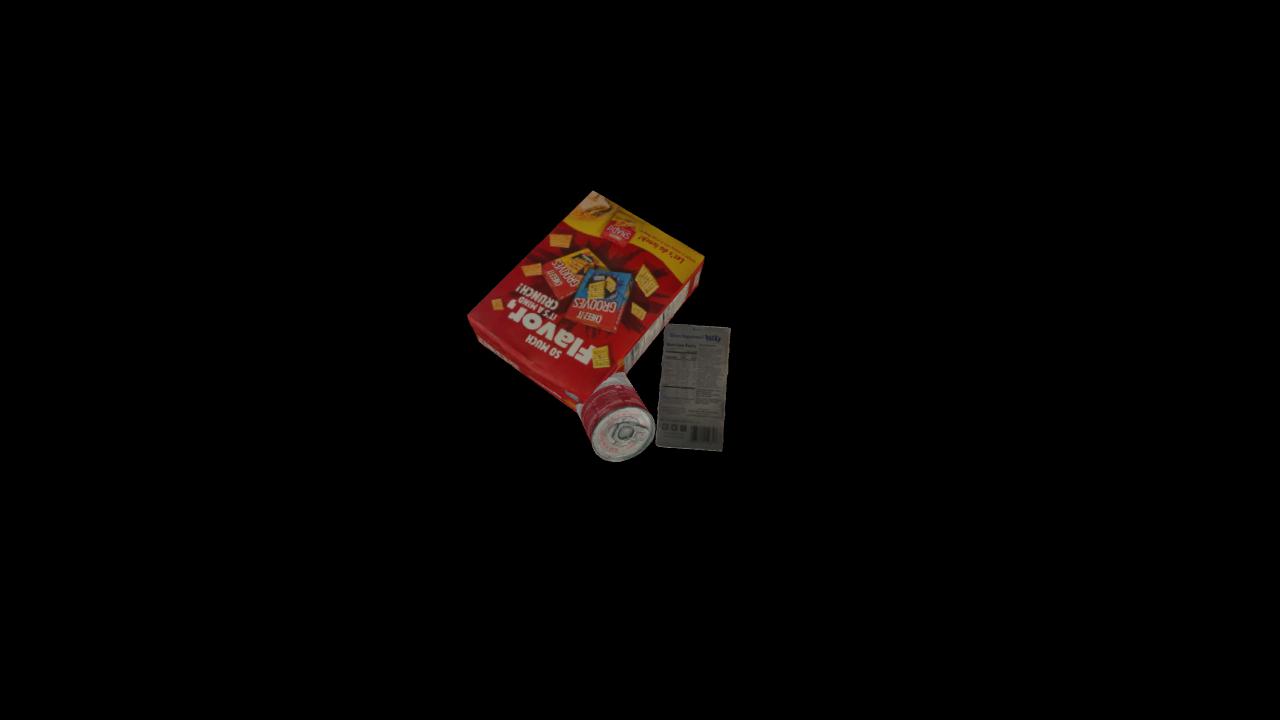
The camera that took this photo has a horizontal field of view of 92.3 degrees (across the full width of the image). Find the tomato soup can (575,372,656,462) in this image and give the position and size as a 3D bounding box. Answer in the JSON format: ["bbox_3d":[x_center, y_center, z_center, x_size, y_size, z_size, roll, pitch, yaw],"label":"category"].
[{"bbox_3d":[-0.033,0.049,0.646,0.068,0.068,0.101,0,30,-24],"label":"tomato soup can"}]

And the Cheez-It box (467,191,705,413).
[{"bbox_3d":[-0.056,-0.068,0.699,0.166,0.223,0.071,33,-22,14],"label":"Cheez-It box"}]

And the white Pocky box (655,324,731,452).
[{"bbox_3d":[0.066,0.034,0.764,0.084,0.154,0.028,4,-8,6],"label":"white Pocky box"}]
